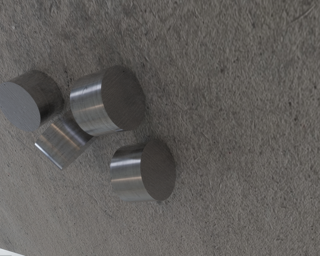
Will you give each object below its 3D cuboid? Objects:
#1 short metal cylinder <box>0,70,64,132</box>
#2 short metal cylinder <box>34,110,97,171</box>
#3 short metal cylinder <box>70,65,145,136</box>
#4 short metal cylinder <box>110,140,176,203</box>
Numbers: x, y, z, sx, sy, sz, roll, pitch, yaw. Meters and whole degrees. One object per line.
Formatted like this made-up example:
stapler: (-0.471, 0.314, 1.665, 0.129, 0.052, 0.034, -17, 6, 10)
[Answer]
short metal cylinder: (-0.195, -0.041, 0.468, 0.080, 0.050, 0.079, 13, 124, 21)
short metal cylinder: (-0.133, 0.016, 0.451, 0.050, 0.080, 0.080, 44, 129, -3)
short metal cylinder: (-0.063, -0.032, 0.384, 0.050, 0.080, 0.080, -10, 113, 33)
short metal cylinder: (-0.021, 0.059, 0.419, 0.050, 0.080, 0.080, -12, 112, 33)
